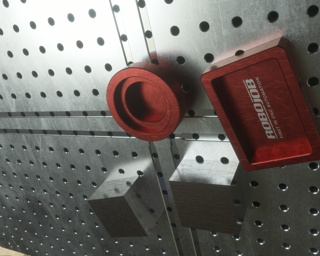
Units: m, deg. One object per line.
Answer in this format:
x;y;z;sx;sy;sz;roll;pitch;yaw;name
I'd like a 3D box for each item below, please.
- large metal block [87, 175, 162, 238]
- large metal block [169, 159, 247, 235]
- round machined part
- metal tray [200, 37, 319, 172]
-0.057;0.130;0.505;0.080;0.050;0.080;-16;111;34;large metal block
0.066;0.090;0.416;0.080;0.050;0.080;-1;118;28;large metal block
-0.014;-0.035;0.386;0.098;0.042;0.097;13;124;21;round machined part
0.112;-0.019;0.336;0.090;0.030;0.130;-17;110;34;metal tray
